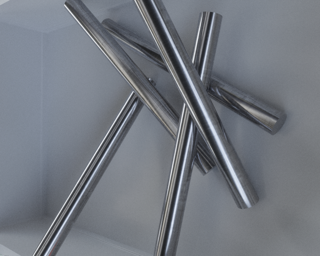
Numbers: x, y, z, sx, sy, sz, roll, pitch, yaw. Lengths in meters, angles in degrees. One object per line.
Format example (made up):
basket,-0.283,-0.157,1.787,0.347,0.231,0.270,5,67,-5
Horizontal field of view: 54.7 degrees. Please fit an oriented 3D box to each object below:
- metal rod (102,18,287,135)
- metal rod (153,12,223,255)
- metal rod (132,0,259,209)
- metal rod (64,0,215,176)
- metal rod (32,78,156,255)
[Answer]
metal rod,0.019,-0.079,0.391,0.300,0.025,0.025,37,113,33
metal rod,0.028,0.025,0.344,0.025,0.025,0.298,14,96,39
metal rod,0.025,-0.051,0.309,0.025,0.025,0.299,-21,101,38
metal rod,-0.032,-0.064,0.398,0.300,0.025,0.025,51,120,15
metal rod,-0.089,0.063,0.399,0.025,0.025,0.300,23,79,38
